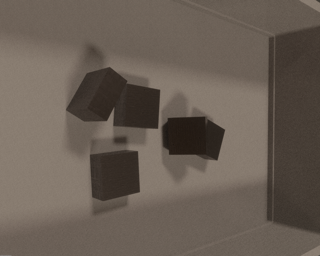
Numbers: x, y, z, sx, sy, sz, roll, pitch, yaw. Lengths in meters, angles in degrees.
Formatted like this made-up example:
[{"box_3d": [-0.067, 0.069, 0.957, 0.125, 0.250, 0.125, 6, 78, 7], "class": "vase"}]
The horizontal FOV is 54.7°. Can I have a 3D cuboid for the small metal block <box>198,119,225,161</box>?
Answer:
[{"box_3d": [0.068, 0.017, 0.466, 0.050, 0.025, 0.050, 27, 73, -37], "class": "small metal block"}]

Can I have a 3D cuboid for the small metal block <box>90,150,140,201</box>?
[{"box_3d": [-0.052, 0.054, 0.364, 0.050, 0.025, 0.050, -5, 93, -40], "class": "small metal block"}]

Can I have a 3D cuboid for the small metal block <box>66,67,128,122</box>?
[{"box_3d": [-0.069, -0.035, 0.334, 0.025, 0.050, 0.050, 37, 67, -34], "class": "small metal block"}]

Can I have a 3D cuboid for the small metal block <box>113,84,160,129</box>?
[{"box_3d": [-0.028, -0.025, 0.385, 0.050, 0.025, 0.050, 5, 87, -40], "class": "small metal block"}]

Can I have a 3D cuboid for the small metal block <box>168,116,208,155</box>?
[{"box_3d": [0.039, 0.010, 0.422, 0.025, 0.050, 0.050, -10, 98, -75], "class": "small metal block"}]
